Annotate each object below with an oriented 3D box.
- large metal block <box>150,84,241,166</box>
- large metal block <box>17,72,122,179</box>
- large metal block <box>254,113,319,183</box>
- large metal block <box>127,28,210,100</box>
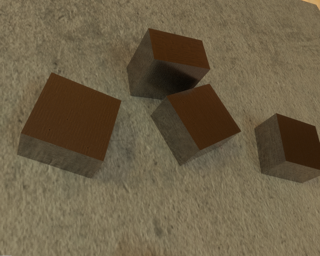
[{"bbox_3d":[0.048,-0.006,0.419,0.081,0.050,0.080,-20,73,-36],"label":"large metal block"},{"bbox_3d":[-0.096,-0.002,0.338,0.080,0.050,0.080,22,54,-16],"label":"large metal block"},{"bbox_3d":[0.200,0.033,0.478,0.081,0.050,0.080,15,56,-20],"label":"large metal block"},{"bbox_3d":[0.009,-0.082,0.425,0.081,0.080,0.050,4,60,-26],"label":"large metal block"}]
